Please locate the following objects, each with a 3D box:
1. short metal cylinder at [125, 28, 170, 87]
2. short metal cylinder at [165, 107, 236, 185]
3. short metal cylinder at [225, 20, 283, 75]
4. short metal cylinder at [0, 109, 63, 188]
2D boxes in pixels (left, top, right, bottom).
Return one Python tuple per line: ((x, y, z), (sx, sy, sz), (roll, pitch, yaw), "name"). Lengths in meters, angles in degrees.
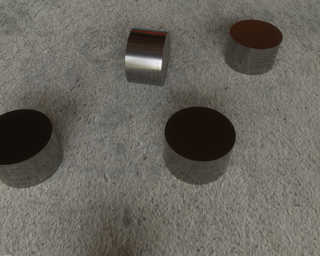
((-0.016, -0.103, 0.454), (0.050, 0.080, 0.080), (8, 51, 7), "short metal cylinder")
((0.045, 0.020, 0.370), (0.080, 0.050, 0.080), (0, 50, 0), "short metal cylinder")
((0.148, -0.130, 0.497), (0.080, 0.050, 0.080), (0, 50, 0), "short metal cylinder")
((-0.162, 0.024, 0.366), (0.080, 0.050, 0.080), (0, 50, 0), "short metal cylinder")
